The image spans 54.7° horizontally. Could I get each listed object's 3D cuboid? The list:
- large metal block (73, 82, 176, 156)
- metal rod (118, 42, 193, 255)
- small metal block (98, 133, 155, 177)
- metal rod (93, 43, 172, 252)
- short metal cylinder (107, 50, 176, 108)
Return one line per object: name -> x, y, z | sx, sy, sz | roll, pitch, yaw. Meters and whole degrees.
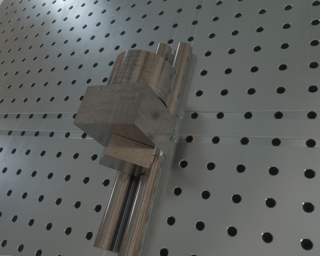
large metal block -> -0.038, -0.008, 0.365 | 0.080, 0.080, 0.050 | 0, 62, 28
metal rod -> 0.001, 0.012, 0.400 | 0.025, 0.025, 0.300 | 1, 62, 28
small metal block -> -0.040, 0.033, 0.362 | 0.050, 0.050, 0.025 | 20, 65, -12
metal rod -> -0.029, 0.008, 0.419 | 0.025, 0.025, 0.300 | 1, 62, 28
short metal cylinder -> -0.024, -0.052, 0.389 | 0.080, 0.080, 0.050 | 1, 62, 28
